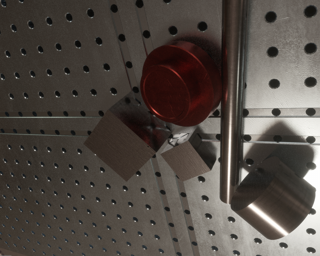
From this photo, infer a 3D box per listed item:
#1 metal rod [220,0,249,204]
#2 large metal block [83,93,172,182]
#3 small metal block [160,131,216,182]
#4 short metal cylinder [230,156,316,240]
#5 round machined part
[{"bbox_3d":[0.081,-0.035,0.346,0.025,0.025,0.298,8,122,23],"label":"metal rod"},{"bbox_3d":[-0.045,0.014,0.426,0.080,0.050,0.080,42,129,-1],"label":"large metal block"},{"bbox_3d":[0.038,0.039,0.414,0.050,0.025,0.050,-30,102,37],"label":"small metal block"},{"bbox_3d":[0.128,0.079,0.357,0.050,0.080,0.080,40,129,1],"label":"short metal cylinder"},{"bbox_3d":[0.017,-0.044,0.349,0.098,0.042,0.097,23,130,30],"label":"round machined part"}]
